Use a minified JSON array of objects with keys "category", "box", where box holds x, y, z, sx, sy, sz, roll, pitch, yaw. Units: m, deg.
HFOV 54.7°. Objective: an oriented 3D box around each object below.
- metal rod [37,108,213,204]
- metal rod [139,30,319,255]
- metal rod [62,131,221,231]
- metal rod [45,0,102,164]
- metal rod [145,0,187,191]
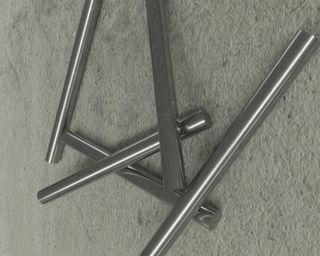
[{"category":"metal rod","box":[-0.065,0.049,0.427,0.300,0.025,0.025,-27,73,26]},{"category":"metal rod","box":[0.063,0.036,0.330,0.025,0.025,0.299,42,108,32]},{"category":"metal rod","box":[-0.047,0.061,0.444,0.300,0.025,0.025,22,104,37]},{"category":"metal rod","box":[-0.150,-0.076,0.528,0.025,0.025,0.298,31,109,36]},{"category":"metal rod","box":[0.002,-0.076,0.376,0.025,0.025,0.299,-18,70,38]}]
